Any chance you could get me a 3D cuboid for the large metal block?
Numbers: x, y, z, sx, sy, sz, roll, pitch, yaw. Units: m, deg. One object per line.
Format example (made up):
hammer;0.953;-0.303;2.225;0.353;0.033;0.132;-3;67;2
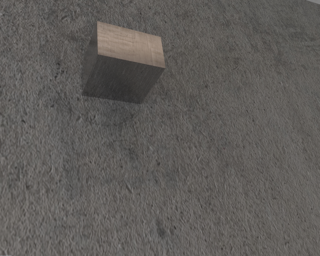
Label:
large metal block;-0.049;-0.077;0.389;0.081;0.080;0.050;7;59;-25
